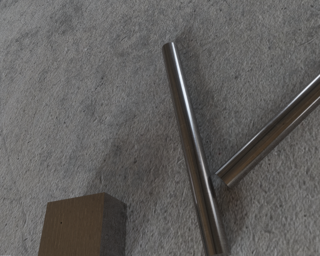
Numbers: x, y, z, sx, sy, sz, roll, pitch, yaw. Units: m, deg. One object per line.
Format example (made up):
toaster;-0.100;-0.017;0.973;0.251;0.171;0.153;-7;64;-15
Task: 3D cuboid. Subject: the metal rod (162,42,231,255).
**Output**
metal rod;0.036;0.002;0.382;0.025;0.025;0.299;-21;54;15

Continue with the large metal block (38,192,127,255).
large metal block;-0.087;0.126;0.355;0.080;0.050;0.080;-14;56;20

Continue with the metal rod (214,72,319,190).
metal rod;0.177;-0.045;0.338;0.300;0.025;0.025;-43;51;-2
